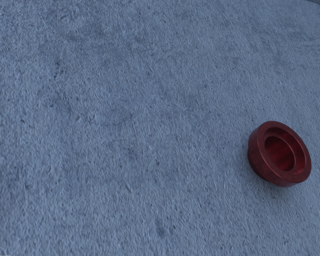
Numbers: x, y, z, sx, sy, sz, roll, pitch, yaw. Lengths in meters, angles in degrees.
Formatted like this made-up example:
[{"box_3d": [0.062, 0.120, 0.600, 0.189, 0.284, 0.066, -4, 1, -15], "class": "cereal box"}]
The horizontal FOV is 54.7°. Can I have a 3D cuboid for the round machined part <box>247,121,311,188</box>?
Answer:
[{"box_3d": [0.170, 0.041, 0.459, 0.099, 0.042, 0.098, 14, 56, -21], "class": "round machined part"}]
